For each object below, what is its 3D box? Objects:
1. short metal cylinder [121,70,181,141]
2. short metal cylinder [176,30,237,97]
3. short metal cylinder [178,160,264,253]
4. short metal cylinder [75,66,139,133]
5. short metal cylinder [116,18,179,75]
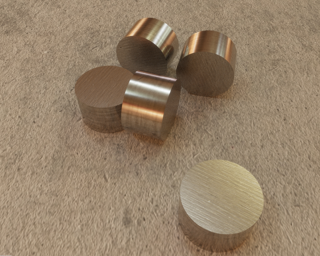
[{"bbox_3d":[-0.009,-0.029,0.391,0.050,0.080,0.080,15,52,12],"label":"short metal cylinder"},{"bbox_3d":[0.067,-0.091,0.444,0.080,0.080,0.050,10,51,8],"label":"short metal cylinder"},{"bbox_3d":[0.060,0.080,0.320,0.080,0.050,0.080,0,50,0],"label":"short metal cylinder"},{"bbox_3d":[-0.069,-0.039,0.419,0.080,0.050,0.080,0,50,0],"label":"short metal cylinder"},{"bbox_3d":[-0.018,-0.116,0.465,0.080,0.080,0.050,17,52,13],"label":"short metal cylinder"}]
